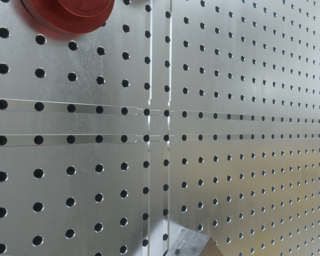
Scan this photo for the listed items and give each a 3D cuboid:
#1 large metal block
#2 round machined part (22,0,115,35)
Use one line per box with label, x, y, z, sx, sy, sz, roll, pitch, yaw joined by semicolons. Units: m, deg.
large metal block;0.049;0.203;0.434;0.080;0.050;0.080;-48;119;-29
round machined part;-0.087;-0.146;0.315;0.099;0.042;0.097;-10;106;-38
